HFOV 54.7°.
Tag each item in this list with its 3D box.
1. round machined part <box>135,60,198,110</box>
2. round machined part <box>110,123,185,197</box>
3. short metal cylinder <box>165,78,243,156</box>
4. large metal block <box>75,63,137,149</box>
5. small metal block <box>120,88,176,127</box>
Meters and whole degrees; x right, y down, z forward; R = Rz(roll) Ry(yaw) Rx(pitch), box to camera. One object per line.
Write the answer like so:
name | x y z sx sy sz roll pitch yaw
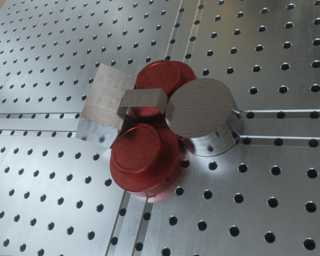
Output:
round machined part | 0.003 -0.056 0.430 0.098 0.042 0.098 -13 56 21
round machined part | -0.022 0.033 0.389 0.098 0.042 0.098 -13 56 21
short metal cylinder | 0.053 -0.012 0.371 0.080 0.050 0.080 -13 56 21
large metal block | -0.075 -0.027 0.422 0.050 0.080 0.080 20 65 -12
small metal block | -0.013 -0.024 0.385 0.050 0.050 0.025 1 63 29
